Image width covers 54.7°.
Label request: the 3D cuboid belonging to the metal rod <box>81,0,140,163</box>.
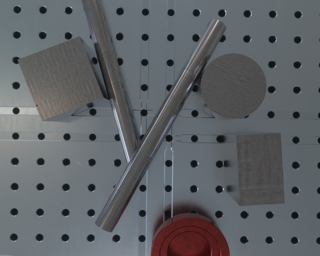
[{"bbox_3d":[-0.072,-0.101,0.412,0.025,0.025,0.298,-16,90,0],"label":"metal rod"}]

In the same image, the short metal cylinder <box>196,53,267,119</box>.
[{"bbox_3d":[0.090,-0.051,0.402,0.081,0.050,0.079,0,90,0],"label":"short metal cylinder"}]

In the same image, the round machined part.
[{"bbox_3d":[0.038,0.159,0.405,0.099,0.042,0.097,0,90,0],"label":"round machined part"}]

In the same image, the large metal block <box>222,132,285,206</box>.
[{"bbox_3d":[0.113,0.046,0.387,0.050,0.080,0.079,-3,90,0],"label":"large metal block"}]

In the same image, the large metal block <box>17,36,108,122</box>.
[{"bbox_3d":[-0.120,-0.060,0.400,0.080,0.050,0.080,-21,90,0],"label":"large metal block"}]

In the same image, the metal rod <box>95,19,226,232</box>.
[{"bbox_3d":[0.004,-0.009,0.396,0.025,0.025,0.299,29,83,0],"label":"metal rod"}]
